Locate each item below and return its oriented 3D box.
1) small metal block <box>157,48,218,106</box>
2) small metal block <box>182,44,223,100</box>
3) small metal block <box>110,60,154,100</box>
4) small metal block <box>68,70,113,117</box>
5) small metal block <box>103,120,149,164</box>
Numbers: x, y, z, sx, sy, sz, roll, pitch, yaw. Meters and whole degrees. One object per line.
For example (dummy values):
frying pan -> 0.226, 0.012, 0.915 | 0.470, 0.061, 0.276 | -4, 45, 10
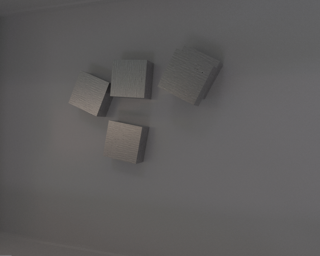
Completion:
small metal block -> 0.033, -0.060, 0.372 | 0.050, 0.025, 0.050 | 29, 100, 17
small metal block -> 0.044, -0.071, 0.395 | 0.050, 0.025, 0.050 | 31, 100, 17
small metal block -> -0.038, -0.066, 0.424 | 0.050, 0.025, 0.050 | 5, 92, 20
small metal block -> -0.096, -0.049, 0.444 | 0.050, 0.025, 0.050 | 25, 98, 18
small metal block -> -0.046, 0.018, 0.427 | 0.050, 0.025, 0.050 | 11, 94, 19
